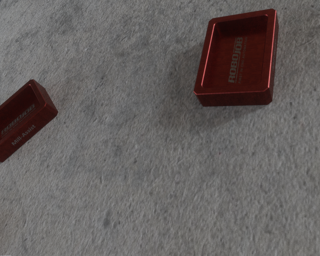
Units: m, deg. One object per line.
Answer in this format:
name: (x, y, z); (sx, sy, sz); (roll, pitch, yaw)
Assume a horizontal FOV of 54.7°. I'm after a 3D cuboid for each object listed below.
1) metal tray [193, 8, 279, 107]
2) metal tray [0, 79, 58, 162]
metal tray: (0.101, -0.091, 0.402); (0.090, 0.030, 0.130); (0, 62, 28)
metal tray: (-0.247, -0.014, 0.536); (0.130, 0.030, 0.090); (-41, 51, -1)
